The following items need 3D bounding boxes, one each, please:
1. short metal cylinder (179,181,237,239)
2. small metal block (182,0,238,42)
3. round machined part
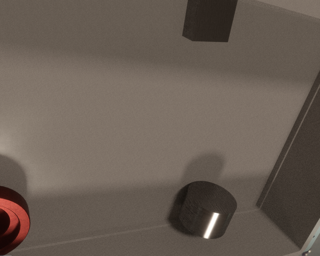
[{"bbox_3d":[0.076,0.129,0.497,0.081,0.080,0.050,2,117,-30],"label":"short metal cylinder"},{"bbox_3d":[0.058,-0.129,0.362,0.050,0.025,0.050,-6,121,-26],"label":"small metal block"},{"bbox_3d":[-0.202,0.103,0.351,0.099,0.042,0.097,-14,125,-21],"label":"round machined part"}]
